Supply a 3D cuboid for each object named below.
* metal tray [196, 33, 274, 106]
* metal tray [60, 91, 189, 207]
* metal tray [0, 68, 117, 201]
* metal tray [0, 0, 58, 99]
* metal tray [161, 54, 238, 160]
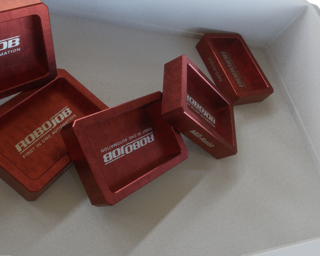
[{"bbox_3d":[0.128,-0.103,0.533,0.091,0.030,0.130,-10,67,-33],"label":"metal tray"},{"bbox_3d":[-0.032,0.018,0.347,0.131,0.030,0.090,-26,94,-43],"label":"metal tray"},{"bbox_3d":[-0.122,0.001,0.335,0.090,0.030,0.131,41,51,0],"label":"metal tray"},{"bbox_3d":[-0.167,-0.067,0.287,0.131,0.089,0.030,-30,59,-31],"label":"metal tray"},{"bbox_3d":[0.056,-0.024,0.411,0.130,0.030,0.090,35,46,-39],"label":"metal tray"}]
